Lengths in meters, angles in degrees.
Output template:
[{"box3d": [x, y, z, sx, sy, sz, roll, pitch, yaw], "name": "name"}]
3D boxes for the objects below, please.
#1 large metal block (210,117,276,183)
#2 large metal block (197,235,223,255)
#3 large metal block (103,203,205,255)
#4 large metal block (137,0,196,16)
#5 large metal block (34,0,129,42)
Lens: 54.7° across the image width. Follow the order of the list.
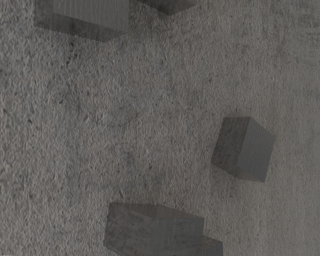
[{"box3d": [0.136, 0.035, 0.503, 0.080, 0.050, 0.080, 31, 71, -36], "name": "large metal block"}, {"box3d": [0.042, 0.200, 0.424, 0.081, 0.050, 0.079, -4, 93, -40], "name": "large metal block"}, {"box3d": [-0.008, 0.122, 0.363, 0.081, 0.080, 0.050, 14, 81, -39], "name": "large metal block"}, {"box3d": [0.003, -0.200, 0.390, 0.081, 0.050, 0.080, 9, 84, -40], "name": "large metal block"}, {"box3d": [-0.080, -0.142, 0.321, 0.081, 0.050, 0.080, 2, 89, -40], "name": "large metal block"}]
